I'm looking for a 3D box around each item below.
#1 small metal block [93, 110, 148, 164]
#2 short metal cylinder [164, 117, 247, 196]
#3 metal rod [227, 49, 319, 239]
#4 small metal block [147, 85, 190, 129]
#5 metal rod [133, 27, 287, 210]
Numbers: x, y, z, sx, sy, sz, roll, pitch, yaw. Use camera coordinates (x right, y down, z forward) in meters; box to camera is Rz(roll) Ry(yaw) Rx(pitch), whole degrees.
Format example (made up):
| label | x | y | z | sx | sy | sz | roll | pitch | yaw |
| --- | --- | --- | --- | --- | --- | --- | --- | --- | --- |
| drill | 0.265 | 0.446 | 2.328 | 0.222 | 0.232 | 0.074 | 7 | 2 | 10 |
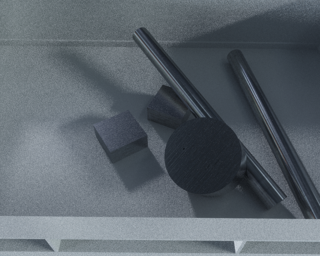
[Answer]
| label | x | y | z | sx | sy | sz | roll | pitch | yaw |
| --- | --- | --- | --- | --- | --- | --- | --- | --- | --- |
| small metal block | -0.050 | 0.010 | 0.396 | 0.050 | 0.025 | 0.050 | -25 | 55 | -20 |
| short metal cylinder | 0.051 | 0.033 | 0.339 | 0.080 | 0.050 | 0.080 | -6 | 73 | 19 |
| metal rod | 0.146 | -0.005 | 0.410 | 0.025 | 0.025 | 0.300 | -7 | 50 | -6 |
| small metal block | 0.016 | -0.028 | 0.429 | 0.050 | 0.025 | 0.050 | 20 | 53 | 15 |
| metal rod | 0.050 | -0.029 | 0.400 | 0.025 | 0.025 | 0.299 | -26 | 64 | -20 |
